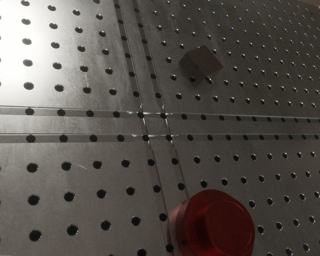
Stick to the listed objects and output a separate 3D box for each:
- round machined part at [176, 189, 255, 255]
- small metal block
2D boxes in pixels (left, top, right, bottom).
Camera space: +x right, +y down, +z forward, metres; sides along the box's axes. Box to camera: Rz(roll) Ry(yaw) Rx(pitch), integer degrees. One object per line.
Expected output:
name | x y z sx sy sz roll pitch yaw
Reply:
round machined part | 0.072 0.119 0.365 0.099 0.042 0.098 14 56 -21
small metal block | 0.069 -0.104 0.511 0.050 0.025 0.050 -31 79 -38
